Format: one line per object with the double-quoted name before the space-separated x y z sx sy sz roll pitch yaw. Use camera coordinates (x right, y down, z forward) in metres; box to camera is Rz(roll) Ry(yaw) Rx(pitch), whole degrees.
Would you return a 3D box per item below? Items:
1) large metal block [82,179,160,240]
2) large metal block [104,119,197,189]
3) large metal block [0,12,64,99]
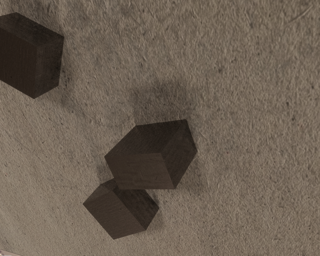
"large metal block" -0.063 0.126 0.500 0.080 0.050 0.080 -30 102 37
"large metal block" -0.009 0.033 0.395 0.080 0.080 0.050 -7 115 31
"large metal block" -0.185 -0.099 0.424 0.080 0.050 0.079 29 128 9
